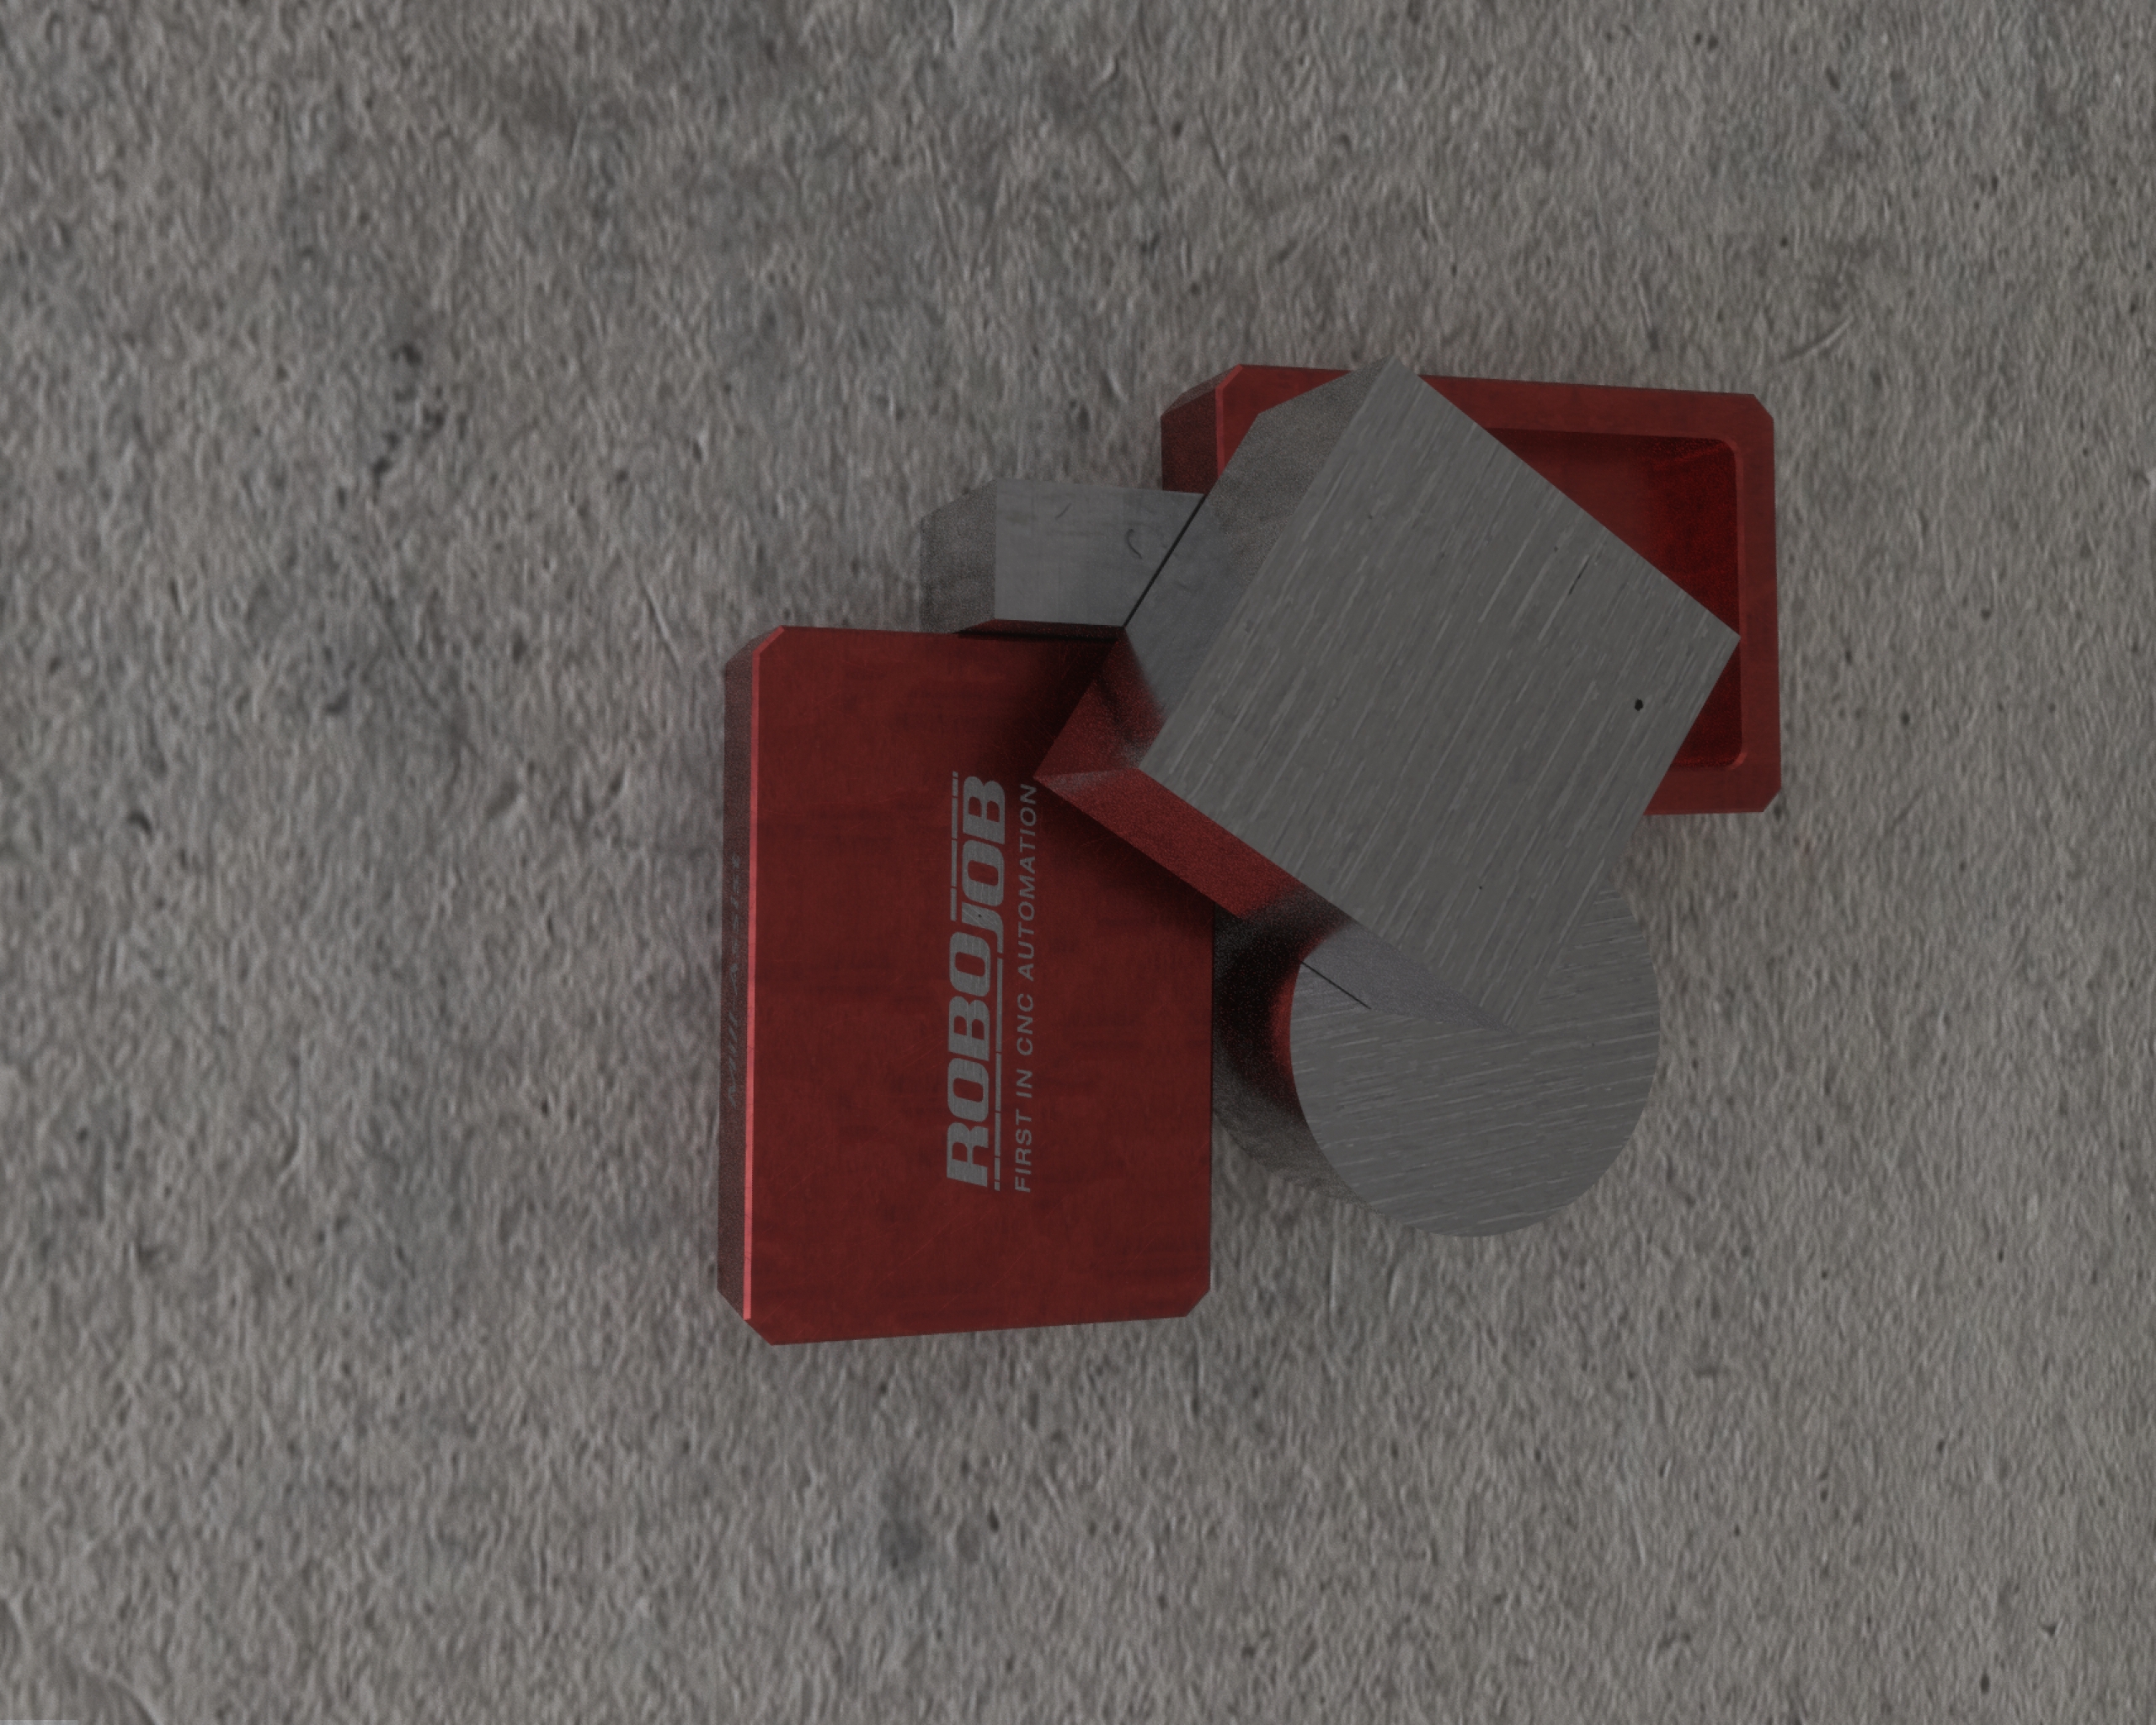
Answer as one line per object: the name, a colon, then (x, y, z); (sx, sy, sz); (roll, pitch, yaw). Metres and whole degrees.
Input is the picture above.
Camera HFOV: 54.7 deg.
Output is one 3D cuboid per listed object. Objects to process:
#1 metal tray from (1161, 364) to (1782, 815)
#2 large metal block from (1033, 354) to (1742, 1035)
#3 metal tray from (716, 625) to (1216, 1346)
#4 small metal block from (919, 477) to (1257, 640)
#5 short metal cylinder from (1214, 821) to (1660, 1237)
metal tray: (0.084, -0.054, 0.439); (0.131, 0.030, 0.089); (-2, 91, -20)
large metal block: (0.053, -0.027, 0.362); (0.080, 0.050, 0.080); (34, 79, -17)
metal tray: (-0.021, 0.022, 0.401); (0.091, 0.030, 0.129); (1, 90, -20)
small metal block: (0.001, -0.055, 0.397); (0.050, 0.050, 0.025); (1, 90, -20)
short metal cylinder: (0.069, 0.032, 0.422); (0.081, 0.050, 0.080); (0, 90, -20)
